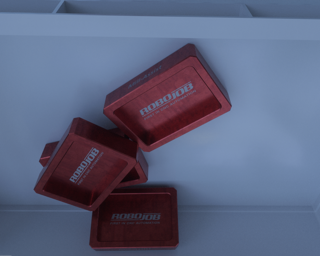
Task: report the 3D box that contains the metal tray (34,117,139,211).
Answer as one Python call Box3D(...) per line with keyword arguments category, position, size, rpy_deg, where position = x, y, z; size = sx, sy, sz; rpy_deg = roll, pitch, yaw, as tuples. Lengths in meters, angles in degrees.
Box3D(category="metal tray", position=(-0.099, 0.054, 0.409), size=(0.090, 0.030, 0.129), rpy_deg=(26, 125, -21))

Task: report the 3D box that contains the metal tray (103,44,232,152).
Box3D(category="metal tray", position=(0.008, -0.031, 0.379), size=(0.130, 0.030, 0.090), rpy_deg=(-29, 125, 22))

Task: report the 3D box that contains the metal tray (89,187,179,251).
Box3D(category="metal tray", position=(-0.038, 0.141, 0.482), size=(0.131, 0.090, 0.030), rpy_deg=(-1, 151, 0))

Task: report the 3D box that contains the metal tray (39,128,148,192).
Box3D(category="metal tray", position=(-0.092, 0.052, 0.448), size=(0.131, 0.030, 0.090), rpy_deg=(-13, 129, 10))
